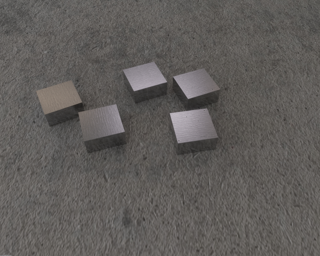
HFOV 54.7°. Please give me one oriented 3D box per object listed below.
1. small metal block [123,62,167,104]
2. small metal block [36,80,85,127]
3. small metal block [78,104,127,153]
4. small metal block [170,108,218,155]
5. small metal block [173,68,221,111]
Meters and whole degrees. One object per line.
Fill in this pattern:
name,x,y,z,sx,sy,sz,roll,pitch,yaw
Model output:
small metal block,-0.022,-0.068,0.460,0.050,0.025,0.050,-18,52,-15
small metal block,-0.138,-0.035,0.431,0.050,0.025,0.050,-21,53,-17
small metal block,-0.075,0.000,0.402,0.050,0.025,0.050,-13,51,-11
small metal block,0.042,0.004,0.400,0.050,0.025,0.050,-8,51,-7
small metal block,0.052,-0.056,0.451,0.050,0.025,0.050,-18,52,-15
